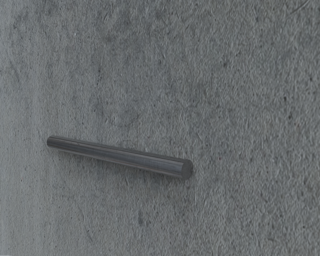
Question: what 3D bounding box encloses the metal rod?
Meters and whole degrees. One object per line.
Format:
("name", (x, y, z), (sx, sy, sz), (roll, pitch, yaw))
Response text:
("metal rod", (-0.081, 0.038, 0.473), (0.300, 0.025, 0.025), (6, 94, 40))
